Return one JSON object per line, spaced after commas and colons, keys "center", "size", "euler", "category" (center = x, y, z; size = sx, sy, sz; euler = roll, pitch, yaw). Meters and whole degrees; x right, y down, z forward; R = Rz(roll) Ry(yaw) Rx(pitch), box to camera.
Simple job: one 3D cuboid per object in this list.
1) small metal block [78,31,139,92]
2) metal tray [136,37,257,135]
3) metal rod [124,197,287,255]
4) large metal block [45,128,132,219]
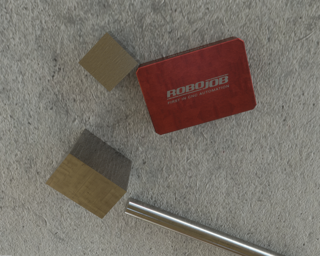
{"center": [-0.061, -0.081, 0.379], "size": [0.050, 0.025, 0.050], "euler": [-43, 105, 14], "category": "small metal block"}
{"center": [0.045, -0.052, 0.389], "size": [0.131, 0.030, 0.089], "euler": [-16, 110, 5], "category": "metal tray"}
{"center": [0.089, 0.170, 0.473], "size": [0.302, 0.025, 0.025], "euler": [23, 108, -9], "category": "metal rod"}
{"center": [-0.086, 0.056, 0.400], "size": [0.080, 0.080, 0.050], "euler": [37, 106, -13], "category": "large metal block"}
